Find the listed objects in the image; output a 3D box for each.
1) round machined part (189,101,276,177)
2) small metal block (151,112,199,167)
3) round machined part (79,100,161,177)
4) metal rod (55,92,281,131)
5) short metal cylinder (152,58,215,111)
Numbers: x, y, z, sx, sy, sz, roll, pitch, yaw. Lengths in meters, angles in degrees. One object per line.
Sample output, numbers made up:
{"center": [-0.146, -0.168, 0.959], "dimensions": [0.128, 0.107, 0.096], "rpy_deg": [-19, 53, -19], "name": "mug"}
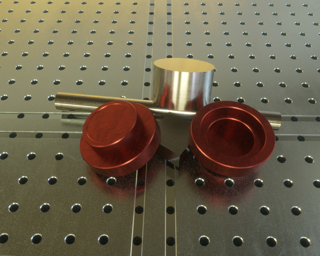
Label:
{"center": [0.084, 0.017, 0.375], "dimensions": [0.099, 0.042, 0.098], "rpy_deg": [2, 52, -2], "name": "round machined part"}
{"center": [0.018, 0.013, 0.391], "dimensions": [0.050, 0.025, 0.050], "rpy_deg": [29, 56, 22], "name": "small metal block"}
{"center": [-0.052, 0.005, 0.370], "dimensions": [0.098, 0.042, 0.098], "rpy_deg": [-11, 49, 14], "name": "round machined part"}
{"center": [0.008, -0.023, 0.422], "dimensions": [0.302, 0.025, 0.025], "rpy_deg": [6, 50, 4], "name": "metal rod"}
{"center": [0.031, -0.061, 0.419], "dimensions": [0.081, 0.050, 0.080], "rpy_deg": [3, 25, -1], "name": "short metal cylinder"}
